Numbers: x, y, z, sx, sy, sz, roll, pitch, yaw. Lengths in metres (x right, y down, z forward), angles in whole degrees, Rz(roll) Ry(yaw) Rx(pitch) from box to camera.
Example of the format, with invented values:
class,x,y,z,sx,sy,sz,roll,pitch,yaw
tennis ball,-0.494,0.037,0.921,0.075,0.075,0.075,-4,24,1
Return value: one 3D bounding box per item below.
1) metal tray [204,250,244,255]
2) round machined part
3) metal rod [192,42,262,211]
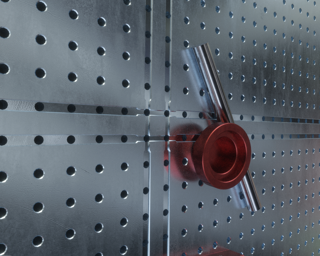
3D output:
class,x,y,z,sx,sy,sz,roll,pitch,yaw
metal tray,0.077,0.244,0.471,0.131,0.030,0.089,8,85,-40
round machined part,0.088,0.040,0.466,0.099,0.042,0.097,-3,96,-33
metal rod,0.113,0.008,0.503,0.025,0.025,0.299,-35,112,-34
